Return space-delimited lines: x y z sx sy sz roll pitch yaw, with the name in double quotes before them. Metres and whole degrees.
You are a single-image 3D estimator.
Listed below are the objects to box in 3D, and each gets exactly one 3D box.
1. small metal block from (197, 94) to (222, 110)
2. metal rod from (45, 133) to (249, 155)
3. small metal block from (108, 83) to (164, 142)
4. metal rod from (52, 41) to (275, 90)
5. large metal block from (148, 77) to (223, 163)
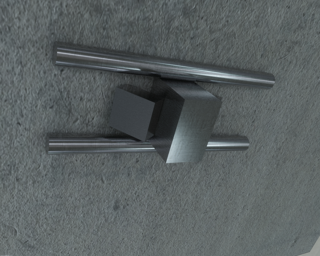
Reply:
"small metal block" 0.062 -0.016 0.416 0.025 0.050 0.050 19 114 9
"metal rod" 0.004 0.021 0.425 0.303 0.025 0.025 2 118 -30
"small metal block" -0.028 -0.019 0.365 0.025 0.050 0.050 -36 146 -60
"metal rod" 0.027 -0.071 0.381 0.303 0.025 0.025 1 118 -29
"large metal block" 0.021 -0.014 0.380 0.050 0.080 0.079 1 118 -29
